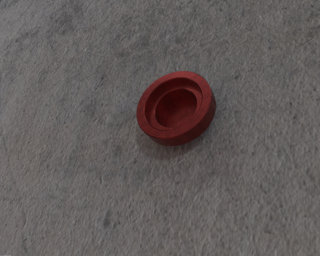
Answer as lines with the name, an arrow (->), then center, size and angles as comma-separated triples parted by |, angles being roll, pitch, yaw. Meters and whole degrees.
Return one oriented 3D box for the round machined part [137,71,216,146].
round machined part -> 0.023, -0.021, 0.392 | 0.098, 0.042, 0.098 | -13, 56, 20
